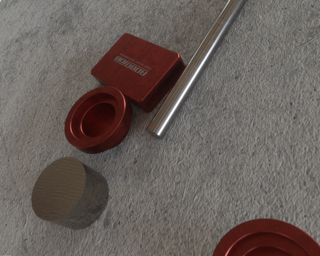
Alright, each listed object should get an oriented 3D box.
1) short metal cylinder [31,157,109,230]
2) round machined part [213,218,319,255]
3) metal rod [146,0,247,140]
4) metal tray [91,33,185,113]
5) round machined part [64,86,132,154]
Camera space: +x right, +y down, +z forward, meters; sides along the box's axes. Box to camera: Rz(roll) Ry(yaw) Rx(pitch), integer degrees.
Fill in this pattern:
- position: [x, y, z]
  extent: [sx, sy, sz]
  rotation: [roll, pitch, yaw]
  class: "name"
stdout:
- position: [-0.113, 0.083, 0.394]
  extent: [0.080, 0.050, 0.080]
  rotation: [-13, 56, 20]
  class: "short metal cylinder"
- position: [0.095, 0.131, 0.263]
  extent: [0.098, 0.042, 0.098]
  rotation: [-13, 56, 20]
  class: "round machined part"
- position: [0.069, -0.115, 0.437]
  extent: [0.025, 0.025, 0.300]
  rotation: [22, 73, 35]
  class: "metal rod"
- position: [-0.036, -0.088, 0.472]
  extent: [0.130, 0.030, 0.090]
  rotation: [33, 80, 38]
  class: "metal tray"
- position: [-0.082, -0.007, 0.439]
  extent: [0.098, 0.042, 0.098]
  rotation: [-13, 56, 20]
  class: "round machined part"
